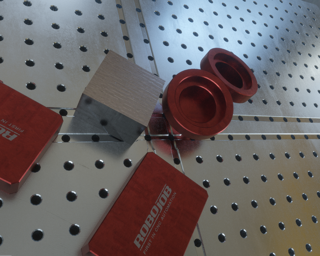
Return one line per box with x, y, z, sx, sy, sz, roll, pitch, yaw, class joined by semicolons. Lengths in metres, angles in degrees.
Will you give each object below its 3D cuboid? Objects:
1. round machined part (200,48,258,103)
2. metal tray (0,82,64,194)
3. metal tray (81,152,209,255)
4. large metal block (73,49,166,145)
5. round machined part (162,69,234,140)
0.104;-0.078;0.495;0.099;0.042;0.098;20;47;-22;round machined part
-0.179;-0.004;0.311;0.130;0.030;0.090;30;52;-9;metal tray
-0.010;0.100;0.338;0.090;0.030;0.130;36;51;-4;metal tray
-0.049;-0.038;0.389;0.080;0.050;0.080;28;52;-11;large metal block
0.049;-0.030;0.433;0.099;0.042;0.098;7;69;-18;round machined part
